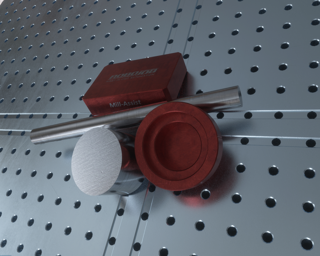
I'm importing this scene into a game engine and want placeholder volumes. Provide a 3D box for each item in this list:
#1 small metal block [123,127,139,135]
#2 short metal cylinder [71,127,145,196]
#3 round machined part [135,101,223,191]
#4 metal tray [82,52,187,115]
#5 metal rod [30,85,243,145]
[{"bbox_3d":[-0.037,0.012,0.430,0.050,0.025,0.050,20,72,35],"label":"small metal block"},{"bbox_3d":[-0.062,0.042,0.382,0.080,0.050,0.080,-7,76,32],"label":"short metal cylinder"},{"bbox_3d":[0.024,0.021,0.356,0.098,0.042,0.097,-3,82,24],"label":"round machined part"},{"bbox_3d":[-0.035,-0.063,0.442,0.130,0.030,0.090,-4,41,25],"label":"metal tray"},{"bbox_3d":[-0.047,-0.011,0.405,0.301,0.025,0.025,-10,58,22],"label":"metal rod"}]
